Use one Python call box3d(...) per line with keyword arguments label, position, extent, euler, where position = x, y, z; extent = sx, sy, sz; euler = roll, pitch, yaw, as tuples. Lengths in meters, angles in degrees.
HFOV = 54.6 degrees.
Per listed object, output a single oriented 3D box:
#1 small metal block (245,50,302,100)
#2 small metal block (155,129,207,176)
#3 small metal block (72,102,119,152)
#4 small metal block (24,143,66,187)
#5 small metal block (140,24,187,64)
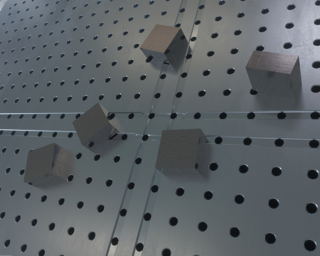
box3d(label="small metal block", position=(0.133, -0.062, 0.361), extent=(0.050, 0.050, 0.025), euler=(18, 71, 35))
box3d(label="small metal block", position=(0.026, 0.030, 0.377), extent=(0.050, 0.025, 0.050), euler=(-3, 60, 27))
box3d(label="small metal block", position=(-0.096, -0.002, 0.461), extent=(0.050, 0.025, 0.050), euler=(-37, 51, 3))
box3d(label="small metal block", position=(-0.173, 0.056, 0.466), extent=(0.050, 0.025, 0.050), euler=(-19, 54, 17))
box3d(label="small metal block", position=(0.005, -0.133, 0.489), extent=(0.050, 0.025, 0.050), euler=(22, 74, 36))
